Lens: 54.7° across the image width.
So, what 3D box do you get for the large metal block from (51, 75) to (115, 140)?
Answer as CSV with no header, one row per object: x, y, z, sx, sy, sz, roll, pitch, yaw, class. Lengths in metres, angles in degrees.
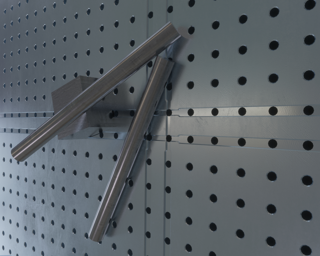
-0.125,-0.030,0.496,0.080,0.050,0.080,-19,78,38,large metal block

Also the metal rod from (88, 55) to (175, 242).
-0.047,0.041,0.447,0.025,0.025,0.298,35,112,34,metal rod

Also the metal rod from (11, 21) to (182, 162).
-0.098,-0.043,0.433,0.300,0.025,0.025,-35,67,15,metal rod
